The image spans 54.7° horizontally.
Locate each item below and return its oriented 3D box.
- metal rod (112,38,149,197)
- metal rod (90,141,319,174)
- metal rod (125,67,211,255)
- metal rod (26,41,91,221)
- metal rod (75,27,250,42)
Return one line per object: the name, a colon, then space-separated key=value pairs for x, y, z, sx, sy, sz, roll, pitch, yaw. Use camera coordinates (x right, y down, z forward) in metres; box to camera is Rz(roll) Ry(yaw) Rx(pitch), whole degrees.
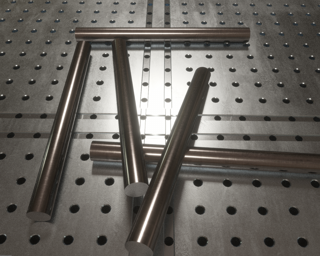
metal rod: x=-0.046 y=-0.040 z=0.418 sx=0.025 sy=0.025 sz=0.300 roll=-7 pitch=44 yaw=-6
metal rod: x=0.067 y=0.037 z=0.377 sx=0.302 sy=0.025 sz=0.025 roll=3 pitch=50 yaw=2
metal rod: x=0.024 y=0.009 z=0.368 sx=0.025 sy=0.025 sz=0.301 roll=13 pitch=41 yaw=10
metal rod: x=-0.128 y=-0.021 z=0.423 sx=0.025 sy=0.025 sz=0.300 roll=0 pitch=50 yaw=0
metal rod: x=0.005 y=-0.164 z=0.545 sx=0.302 sy=0.025 sz=0.025 roll=0 pitch=50 yaw=-1
